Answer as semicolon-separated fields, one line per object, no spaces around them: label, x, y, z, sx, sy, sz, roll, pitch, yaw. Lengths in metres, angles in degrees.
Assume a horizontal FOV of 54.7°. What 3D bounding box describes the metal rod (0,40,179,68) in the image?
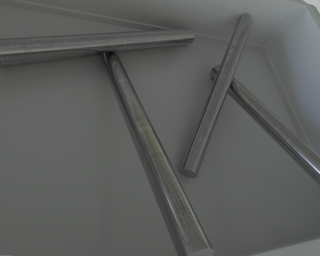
metal rod;-0.068;-0.119;0.442;0.302;0.025;0.025;-18;71;-35

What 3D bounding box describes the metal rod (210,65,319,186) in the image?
metal rod;0.156;0.000;0.420;0.025;0.025;0.300;-3;40;-30

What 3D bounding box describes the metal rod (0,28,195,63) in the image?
metal rod;-0.072;-0.112;0.407;0.302;0.025;0.025;-16;71;-35

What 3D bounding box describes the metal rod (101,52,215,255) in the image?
metal rod;-0.021;-0.002;0.324;0.025;0.025;0.300;3;37;-27

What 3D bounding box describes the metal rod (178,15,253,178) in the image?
metal rod;0.091;-0.063;0.462;0.025;0.025;0.300;30;62;-10
